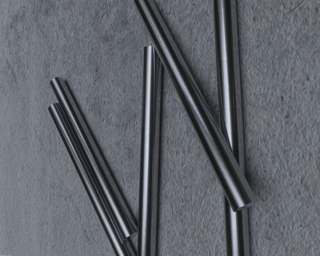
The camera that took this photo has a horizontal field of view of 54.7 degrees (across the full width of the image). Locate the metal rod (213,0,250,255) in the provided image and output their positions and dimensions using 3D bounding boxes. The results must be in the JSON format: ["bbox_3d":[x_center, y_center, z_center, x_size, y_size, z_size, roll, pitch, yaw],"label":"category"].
[{"bbox_3d":[0.078,-0.002,0.339,0.025,0.025,0.298,-4,87,39],"label":"metal rod"}]

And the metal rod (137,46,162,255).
[{"bbox_3d":[-0.014,0.043,0.414,0.025,0.025,0.298,3,92,39],"label":"metal rod"}]

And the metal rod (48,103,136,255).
[{"bbox_3d":[-0.115,0.079,0.496,0.025,0.025,0.299,-47,62,29],"label":"metal rod"}]

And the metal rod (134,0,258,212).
[{"bbox_3d":[0.029,-0.050,0.358,0.025,0.025,0.299,-40,59,32],"label":"metal rod"}]

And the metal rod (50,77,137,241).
[{"bbox_3d":[-0.112,0.035,0.494,0.025,0.025,0.299,-46,63,30],"label":"metal rod"}]
